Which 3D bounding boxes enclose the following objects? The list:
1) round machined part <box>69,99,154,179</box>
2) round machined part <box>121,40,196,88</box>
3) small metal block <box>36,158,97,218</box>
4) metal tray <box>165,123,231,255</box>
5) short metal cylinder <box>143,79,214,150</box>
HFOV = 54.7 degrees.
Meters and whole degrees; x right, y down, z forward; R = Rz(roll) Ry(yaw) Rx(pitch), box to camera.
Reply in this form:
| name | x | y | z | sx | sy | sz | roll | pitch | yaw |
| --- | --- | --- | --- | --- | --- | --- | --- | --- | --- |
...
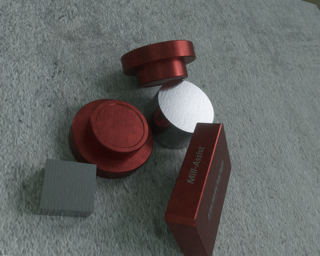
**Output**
| name | x | y | z | sx | sy | sz | roll | pitch | yaw |
| --- | --- | --- | --- | --- | --- | --- | --- | --- | --- |
| round machined part | -0.052 | 0.006 | 0.362 | 0.099 | 0.042 | 0.098 | 14 | 56 | -21 |
| round machined part | 0.000 | -0.081 | 0.414 | 0.099 | 0.098 | 0.042 | -13 | 92 | -34 |
| small metal block | -0.094 | 0.062 | 0.316 | 0.050 | 0.025 | 0.050 | 11 | 57 | -23 |
| metal tray | 0.050 | 0.068 | 0.351 | 0.030 | 0.090 | 0.130 | 3 | 48 | 25 |
| short metal cylinder | 0.024 | -0.018 | 0.413 | 0.081 | 0.050 | 0.080 | 14 | 56 | -21 |
